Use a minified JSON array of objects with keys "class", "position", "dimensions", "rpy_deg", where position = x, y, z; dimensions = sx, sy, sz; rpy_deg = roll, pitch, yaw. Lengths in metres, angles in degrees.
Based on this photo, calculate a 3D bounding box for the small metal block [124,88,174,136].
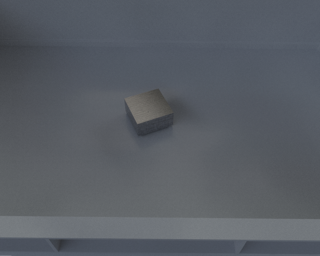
[{"class":"small metal block","position":[-0.015,-0.022,0.419],"dimensions":[0.050,0.025,0.050],"rpy_deg":[-18,53,-15]}]
